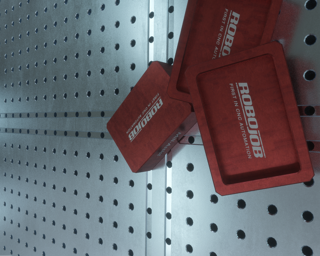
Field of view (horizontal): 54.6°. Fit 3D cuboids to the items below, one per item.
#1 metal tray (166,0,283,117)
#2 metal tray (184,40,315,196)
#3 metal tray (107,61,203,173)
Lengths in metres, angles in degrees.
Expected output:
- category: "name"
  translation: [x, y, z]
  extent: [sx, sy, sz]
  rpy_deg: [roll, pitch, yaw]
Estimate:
- category: "metal tray"
  translation: [0.067, -0.085, 0.328]
  extent: [0.090, 0.030, 0.129]
  rpy_deg: [16, 101, 13]
- category: "metal tray"
  translation: [0.085, -0.007, 0.300]
  extent: [0.090, 0.030, 0.129]
  rpy_deg: [-14, 92, 17]
- category: "metal tray"
  translation: [-0.011, -0.013, 0.417]
  extent: [0.129, 0.030, 0.090]
  rpy_deg: [-49, 61, 29]
